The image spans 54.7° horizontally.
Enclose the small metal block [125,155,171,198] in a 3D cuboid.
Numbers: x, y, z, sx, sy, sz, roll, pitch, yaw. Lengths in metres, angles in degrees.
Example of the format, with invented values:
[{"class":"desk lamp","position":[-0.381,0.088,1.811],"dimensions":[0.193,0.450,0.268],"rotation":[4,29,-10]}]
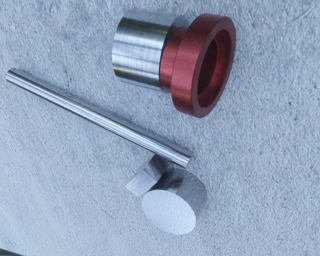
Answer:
[{"class":"small metal block","position":[-0.016,0.064,0.439],"dimensions":[0.025,0.050,0.050],"rotation":[43,129,-2]}]

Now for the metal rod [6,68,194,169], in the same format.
[{"class":"metal rod","position":[-0.094,-0.019,0.444],"dimensions":[0.301,0.025,0.025],"rotation":[25,127,12]}]

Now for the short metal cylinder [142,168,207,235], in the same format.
[{"class":"short metal cylinder","position":[0.022,0.105,0.444],"dimensions":[0.080,0.050,0.079],"rotation":[13,124,21]}]

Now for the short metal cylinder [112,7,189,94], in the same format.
[{"class":"short metal cylinder","position":[-0.007,-0.081,0.325],"dimensions":[0.050,0.080,0.079],"rotation":[17,125,18]}]

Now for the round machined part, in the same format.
[{"class":"round machined part","position":[0.035,-0.062,0.304],"dimensions":[0.042,0.099,0.097],"rotation":[21,127,25]}]
